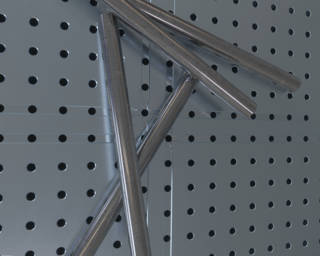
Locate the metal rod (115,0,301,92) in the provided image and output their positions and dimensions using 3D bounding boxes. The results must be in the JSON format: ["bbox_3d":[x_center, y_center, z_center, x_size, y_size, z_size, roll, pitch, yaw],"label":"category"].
[{"bbox_3d":[0.080,-0.117,0.441,0.302,0.025,0.025,20,83,-19],"label":"metal rod"}]

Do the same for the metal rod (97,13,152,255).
[{"bbox_3d":[-0.044,0.009,0.376,0.025,0.025,0.299,-7,85,-20],"label":"metal rod"}]

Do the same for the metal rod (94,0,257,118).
[{"bbox_3d":[0.005,-0.108,0.389,0.301,0.025,0.025,35,79,-14],"label":"metal rod"}]

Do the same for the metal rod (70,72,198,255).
[{"bbox_3d":[-0.027,0.045,0.402,0.025,0.025,0.300,35,79,-17],"label":"metal rod"}]
